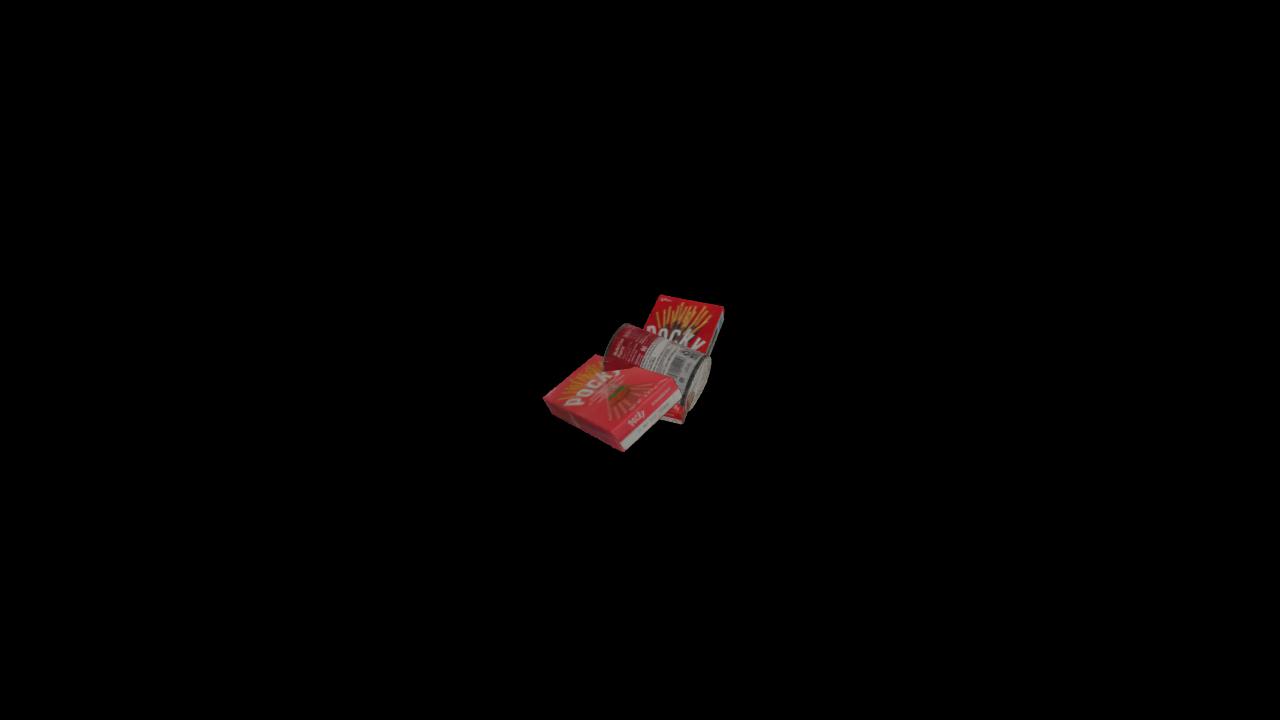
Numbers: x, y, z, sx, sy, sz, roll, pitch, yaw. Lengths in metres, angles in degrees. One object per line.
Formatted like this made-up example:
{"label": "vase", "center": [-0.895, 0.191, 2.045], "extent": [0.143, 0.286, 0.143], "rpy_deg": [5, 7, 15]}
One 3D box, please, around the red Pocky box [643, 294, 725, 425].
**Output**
{"label": "red Pocky box", "center": [0.034, -0.005, 0.691], "extent": [0.083, 0.155, 0.028], "rpy_deg": [11, -34, 21]}

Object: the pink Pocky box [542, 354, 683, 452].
{"label": "pink Pocky box", "center": [-0.034, 0.039, 0.642], "extent": [0.084, 0.029, 0.155], "rpy_deg": [-40, 28, -21]}

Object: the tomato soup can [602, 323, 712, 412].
{"label": "tomato soup can", "center": [0.019, 0.008, 0.667], "extent": [0.101, 0.068, 0.068], "rpy_deg": [22, 7, 19]}
